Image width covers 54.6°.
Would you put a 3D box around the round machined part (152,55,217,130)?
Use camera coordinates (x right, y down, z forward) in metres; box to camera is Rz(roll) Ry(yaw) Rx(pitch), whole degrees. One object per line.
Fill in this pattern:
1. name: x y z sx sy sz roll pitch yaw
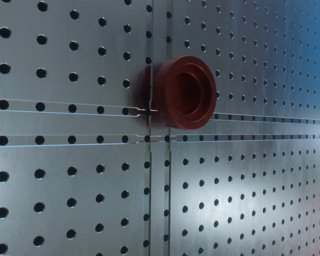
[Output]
1. round machined part: 0.029 -0.046 0.421 0.099 0.042 0.097 0 90 -40
